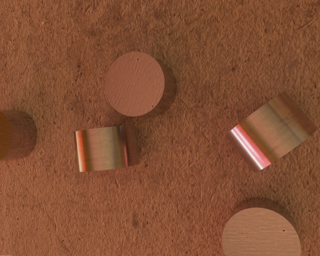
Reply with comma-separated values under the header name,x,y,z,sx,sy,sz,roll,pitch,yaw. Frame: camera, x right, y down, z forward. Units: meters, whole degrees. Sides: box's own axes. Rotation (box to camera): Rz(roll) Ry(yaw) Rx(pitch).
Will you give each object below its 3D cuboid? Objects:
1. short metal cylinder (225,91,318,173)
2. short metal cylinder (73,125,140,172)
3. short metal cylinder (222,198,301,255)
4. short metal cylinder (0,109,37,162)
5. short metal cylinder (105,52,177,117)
name,x,y,z,sx,sy,sz,roll,pitch,yaw
short metal cylinder,0.120,0.005,0.337,0.080,0.080,0.050,-40,78,16
short metal cylinder,-0.069,0.026,0.404,0.080,0.080,0.050,-7,88,20
short metal cylinder,0.115,0.125,0.355,0.080,0.050,0.080,0,90,20
short metal cylinder,-0.241,0.011,0.481,0.080,0.050,0.080,0,90,20
short metal cylinder,-0.024,-0.054,0.404,0.080,0.050,0.080,0,90,20
